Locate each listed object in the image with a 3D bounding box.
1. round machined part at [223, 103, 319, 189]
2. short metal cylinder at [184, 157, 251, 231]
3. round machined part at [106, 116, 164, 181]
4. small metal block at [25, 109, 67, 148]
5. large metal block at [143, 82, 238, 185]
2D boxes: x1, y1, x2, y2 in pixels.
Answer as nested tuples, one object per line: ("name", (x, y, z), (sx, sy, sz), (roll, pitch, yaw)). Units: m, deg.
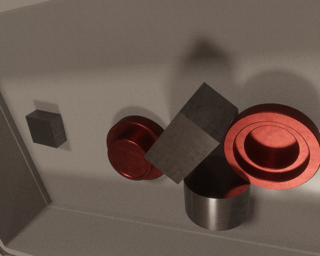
("round machined part", (0.124, 0.016, 0.342), (0.098, 0.042, 0.097), (13, 124, 20))
("short metal cylinder", (0.070, 0.079, 0.384), (0.080, 0.080, 0.050), (8, 122, 23))
("round machined part", (-0.034, 0.035, 0.436), (0.098, 0.042, 0.097), (13, 124, 20))
("small metal block", (-0.184, 0.001, 0.504), (0.050, 0.025, 0.050), (10, 123, 22))
("large metal block", (0.036, 0.005, 0.356), (0.050, 0.080, 0.080), (39, 129, 2))
